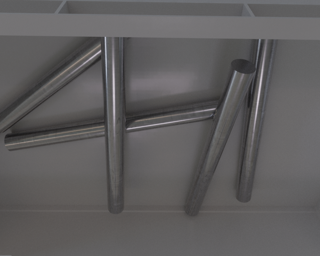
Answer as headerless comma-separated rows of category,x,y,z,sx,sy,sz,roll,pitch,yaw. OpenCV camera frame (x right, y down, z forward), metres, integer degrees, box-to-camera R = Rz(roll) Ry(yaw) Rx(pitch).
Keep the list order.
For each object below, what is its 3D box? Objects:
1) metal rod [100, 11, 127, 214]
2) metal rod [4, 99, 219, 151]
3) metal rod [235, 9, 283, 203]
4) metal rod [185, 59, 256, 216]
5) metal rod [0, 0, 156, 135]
metal rod,-0.055,0.009,0.382,0.025,0.025,0.298,4,130,-3
metal rod,-0.057,-0.004,0.405,0.301,0.025,0.025,-9,130,7
metal rod,0.123,-0.002,0.408,0.025,0.025,0.298,-4,130,3
metal rod,0.069,0.039,0.418,0.025,0.025,0.298,4,137,-4
metal rod,-0.132,-0.049,0.365,0.300,0.025,0.025,-30,124,22
